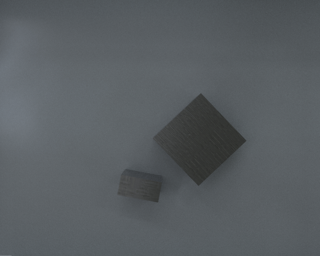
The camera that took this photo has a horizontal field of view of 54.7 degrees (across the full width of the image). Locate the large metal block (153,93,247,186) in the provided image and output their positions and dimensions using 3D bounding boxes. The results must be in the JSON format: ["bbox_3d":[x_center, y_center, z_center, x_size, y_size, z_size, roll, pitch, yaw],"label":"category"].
[{"bbox_3d":[0.048,0.014,0.400,0.080,0.050,0.080,-44,91,0],"label":"large metal block"}]

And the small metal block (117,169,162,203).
[{"bbox_3d":[-0.025,0.073,0.399,0.050,0.050,0.025,11,90,-1],"label":"small metal block"}]
